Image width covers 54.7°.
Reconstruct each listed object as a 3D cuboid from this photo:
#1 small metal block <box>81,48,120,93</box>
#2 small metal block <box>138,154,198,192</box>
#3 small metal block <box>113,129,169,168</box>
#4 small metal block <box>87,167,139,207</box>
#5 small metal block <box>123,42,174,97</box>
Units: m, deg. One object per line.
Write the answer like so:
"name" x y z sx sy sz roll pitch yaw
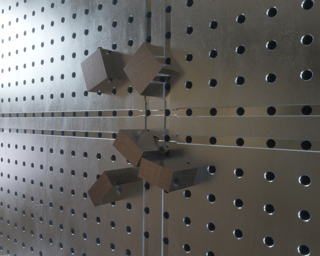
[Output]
"small metal block" -0.094 -0.089 0.484 0.050 0.025 0.050 -26 74 36
"small metal block" 0.010 0.054 0.383 0.050 0.050 0.025 20 103 38
"small metal block" -0.025 0.026 0.412 0.050 0.050 0.025 40 114 32
"small metal block" -0.067 0.084 0.446 0.050 0.050 0.025 -49 61 28
"small metal block" -0.016 -0.079 0.421 0.050 0.025 0.050 -47 62 29
